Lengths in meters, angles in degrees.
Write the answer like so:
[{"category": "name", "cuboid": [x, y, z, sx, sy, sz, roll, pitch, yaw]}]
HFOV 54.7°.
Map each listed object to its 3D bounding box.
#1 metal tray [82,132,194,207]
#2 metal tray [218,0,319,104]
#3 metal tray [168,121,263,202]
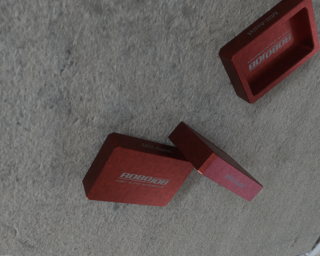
[{"category": "metal tray", "cuboid": [-0.026, 0.061, 0.422, 0.131, 0.030, 0.089, 16, 117, -35]}, {"category": "metal tray", "cuboid": [0.152, -0.106, 0.423, 0.130, 0.030, 0.090, -39, 130, -3]}, {"category": "metal tray", "cuboid": [0.080, 0.048, 0.440, 0.130, 0.090, 0.030, 33, 100, -39]}]
